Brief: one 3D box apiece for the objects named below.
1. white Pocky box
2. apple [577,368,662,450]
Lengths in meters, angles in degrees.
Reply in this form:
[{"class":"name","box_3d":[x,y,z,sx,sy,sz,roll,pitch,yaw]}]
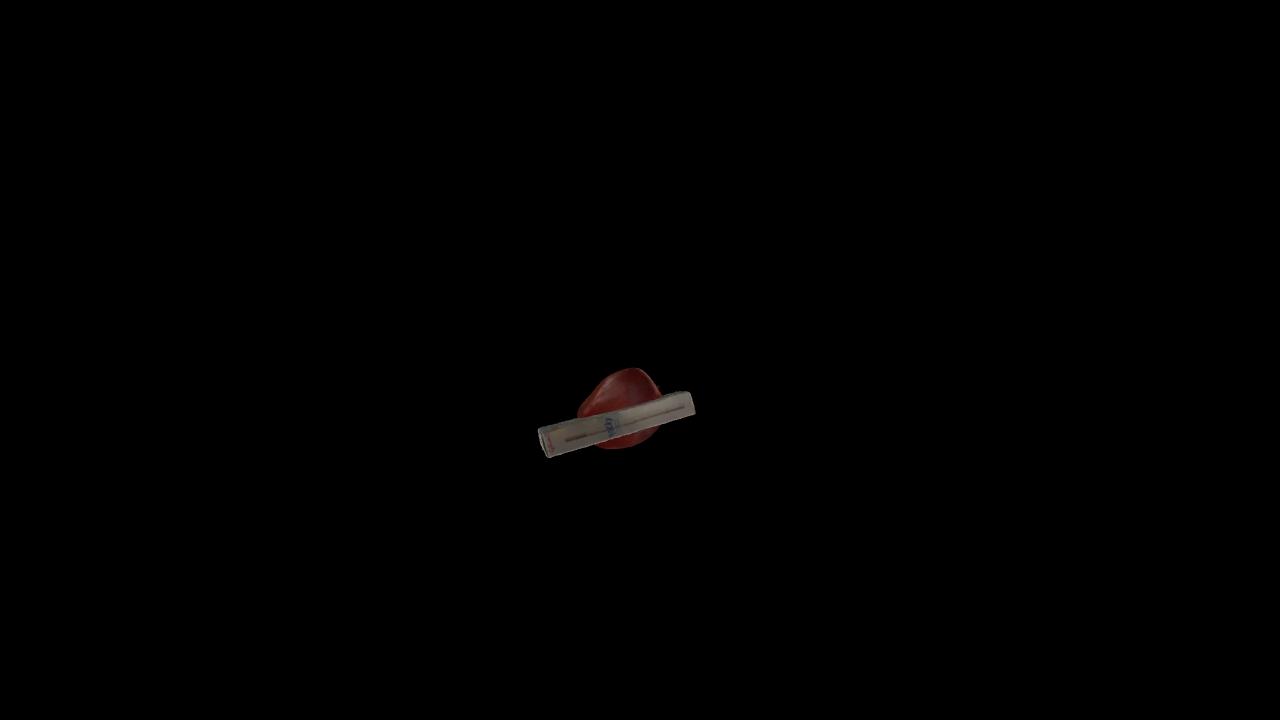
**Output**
[{"class":"white Pocky box","box_3d":[-0.027,0.064,0.633,0.154,0.028,0.084,-15,-1,-12]},{"class":"apple","box_3d":[-0.017,0.052,0.647,0.093,0.079,0.079,-35,9,-13]}]
